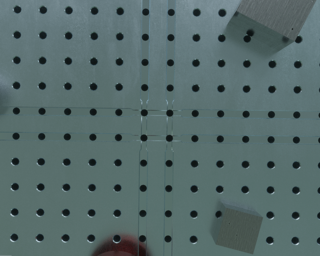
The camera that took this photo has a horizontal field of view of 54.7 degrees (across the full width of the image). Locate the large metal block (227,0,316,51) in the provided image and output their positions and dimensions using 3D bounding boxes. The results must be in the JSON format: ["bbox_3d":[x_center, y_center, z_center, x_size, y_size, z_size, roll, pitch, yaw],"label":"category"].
[{"bbox_3d":[0.147,-0.159,0.402,0.080,0.050,0.080,28,90,0],"label":"large metal block"}]

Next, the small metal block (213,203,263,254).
[{"bbox_3d":[0.103,0.134,0.414,0.050,0.025,0.050,15,90,0],"label":"small metal block"}]

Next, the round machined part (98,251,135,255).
[{"bbox_3d":[-0.057,0.209,0.404,0.099,0.042,0.097,0,90,0],"label":"round machined part"}]
